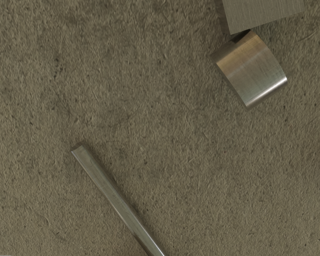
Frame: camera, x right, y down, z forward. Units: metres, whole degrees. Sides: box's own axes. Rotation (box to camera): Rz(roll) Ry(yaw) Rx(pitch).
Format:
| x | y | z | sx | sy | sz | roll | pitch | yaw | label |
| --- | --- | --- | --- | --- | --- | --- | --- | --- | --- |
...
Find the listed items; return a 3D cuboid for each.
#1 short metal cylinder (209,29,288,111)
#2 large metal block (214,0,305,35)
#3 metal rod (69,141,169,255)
| x | y | z | sx | sy | sz | roll | pitch | yaw | label |
| --- | --- | --- | --- | --- | --- | --- | --- | --- | --- |
| 0.100 | -0.066 | 0.357 | 0.050 | 0.080 | 0.080 | -35 | 107 | 12 | short metal cylinder |
| 0.102 | -0.156 | 0.340 | 0.080 | 0.050 | 0.080 | -17 | 109 | 6 | large metal block |
| -0.036 | 0.145 | 0.462 | 0.025 | 0.025 | 0.299 | -29 | 108 | 10 | metal rod |
